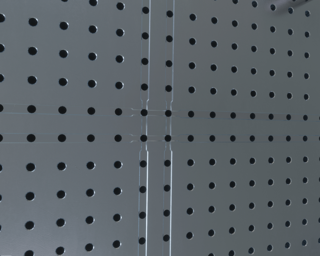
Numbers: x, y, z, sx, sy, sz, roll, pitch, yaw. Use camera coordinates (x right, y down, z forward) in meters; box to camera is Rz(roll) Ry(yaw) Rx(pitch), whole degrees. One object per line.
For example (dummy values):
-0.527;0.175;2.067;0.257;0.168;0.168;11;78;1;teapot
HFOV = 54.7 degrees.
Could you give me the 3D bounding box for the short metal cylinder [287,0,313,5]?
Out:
0.233;-0.241;0.485;0.081;0.050;0.079;0;90;-20;short metal cylinder
